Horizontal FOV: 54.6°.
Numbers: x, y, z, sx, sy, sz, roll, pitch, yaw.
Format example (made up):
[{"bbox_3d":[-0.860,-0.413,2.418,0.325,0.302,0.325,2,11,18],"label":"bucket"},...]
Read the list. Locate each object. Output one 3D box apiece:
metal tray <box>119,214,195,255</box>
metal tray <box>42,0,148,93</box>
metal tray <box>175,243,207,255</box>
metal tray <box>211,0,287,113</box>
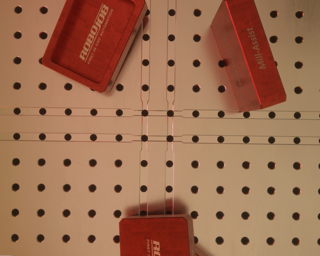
[{"bbox_3d":[-0.002,0.177,0.387,0.090,0.030,0.129,-7,80,17],"label":"metal tray"},{"bbox_3d":[-0.083,-0.122,0.400,0.090,0.030,0.129,26,99,0],"label":"metal tray"},{"bbox_3d":[0.052,0.223,0.411,0.130,0.030,0.090,40,90,0],"label":"metal tray"},{"bbox_3d":[0.104,-0.086,0.381,0.030,0.090,0.129,-19,90,0],"label":"metal tray"}]
